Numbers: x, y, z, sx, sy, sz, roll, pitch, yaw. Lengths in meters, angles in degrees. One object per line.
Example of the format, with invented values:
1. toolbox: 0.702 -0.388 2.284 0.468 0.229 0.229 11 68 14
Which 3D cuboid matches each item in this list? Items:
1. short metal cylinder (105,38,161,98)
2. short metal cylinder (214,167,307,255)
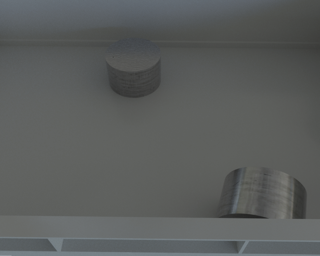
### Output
1. short metal cylinder: -0.039 -0.091 0.465 0.080 0.050 0.080 0 50 0
2. short metal cylinder: 0.098 0.082 0.301 0.080 0.080 0.050 15 52 12
